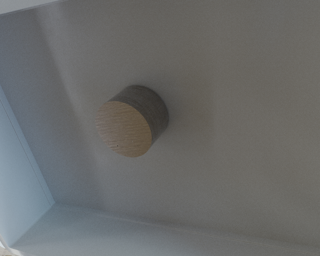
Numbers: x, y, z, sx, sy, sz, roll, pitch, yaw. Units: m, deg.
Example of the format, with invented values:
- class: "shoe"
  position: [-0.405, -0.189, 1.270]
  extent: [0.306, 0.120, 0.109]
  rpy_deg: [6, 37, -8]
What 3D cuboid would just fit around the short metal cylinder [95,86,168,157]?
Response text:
- class: "short metal cylinder"
  position: [-0.036, -0.009, 0.404]
  extent: [0.080, 0.050, 0.080]
  rpy_deg: [13, 124, 21]
